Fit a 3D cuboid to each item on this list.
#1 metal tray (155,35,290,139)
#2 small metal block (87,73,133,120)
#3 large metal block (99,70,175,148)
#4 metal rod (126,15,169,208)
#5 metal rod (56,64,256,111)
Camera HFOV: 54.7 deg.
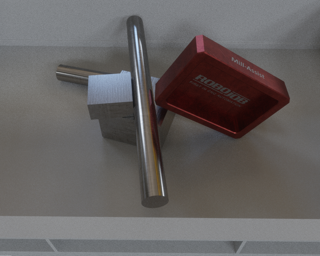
[{"bbox_3d":[0.071,-0.041,0.362,0.131,0.090,0.030,22,47,-24],"label":"metal tray"},{"bbox_3d":[-0.058,-0.039,0.370,0.050,0.025,0.050,-5,50,-5],"label":"small metal block"},{"bbox_3d":[-0.025,-0.024,0.407,0.080,0.050,0.080,14,51,11],"label":"large metal block"},{"bbox_3d":[-0.022,-0.047,0.377,0.025,0.025,0.300,-5,50,-5],"label":"metal rod"},{"bbox_3d":[-0.006,-0.056,0.451,0.301,0.025,0.025,11,51,9],"label":"metal rod"}]
